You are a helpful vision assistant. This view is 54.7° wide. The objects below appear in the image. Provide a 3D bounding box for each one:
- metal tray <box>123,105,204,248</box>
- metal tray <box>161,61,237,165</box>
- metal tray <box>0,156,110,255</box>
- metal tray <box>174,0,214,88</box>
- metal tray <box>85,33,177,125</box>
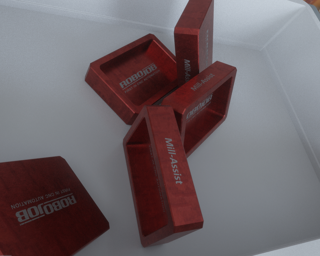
[{"bbox_3d":[-0.003,0.051,0.330,0.030,0.090,0.130,-1,62,-25],"label":"metal tray"},{"bbox_3d":[0.051,-0.022,0.404,0.030,0.089,0.131,27,45,27],"label":"metal tray"},{"bbox_3d":[-0.102,0.071,0.254,0.090,0.030,0.130,52,10,10],"label":"metal tray"},{"bbox_3d":[0.050,-0.103,0.433,0.030,0.129,0.090,10,51,16],"label":"metal tray"},{"bbox_3d":[-0.026,-0.073,0.433,0.090,0.030,0.131,46,51,4],"label":"metal tray"}]
